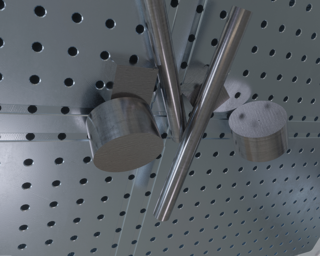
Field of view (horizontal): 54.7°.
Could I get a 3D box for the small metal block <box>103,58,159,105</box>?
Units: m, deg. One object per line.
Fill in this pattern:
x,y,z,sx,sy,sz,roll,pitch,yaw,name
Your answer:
-0.034,-0.051,0.361,0.050,0.025,0.050,0,118,-29,small metal block

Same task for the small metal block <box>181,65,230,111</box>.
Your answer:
0.059,-0.046,0.415,0.050,0.025,0.050,-39,130,-2,small metal block

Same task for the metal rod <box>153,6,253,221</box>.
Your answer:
0.047,-0.002,0.402,0.025,0.025,0.298,5,115,-31,metal rod

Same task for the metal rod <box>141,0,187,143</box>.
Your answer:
0.000,-0.104,0.346,0.025,0.025,0.298,-24,127,-14,metal rod

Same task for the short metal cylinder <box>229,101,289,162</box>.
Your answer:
0.146,0.004,0.458,0.080,0.080,0.050,-29,129,-10,short metal cylinder

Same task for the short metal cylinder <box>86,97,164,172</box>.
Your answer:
-0.041,0.009,0.360,0.081,0.050,0.080,-14,147,-9,short metal cylinder
